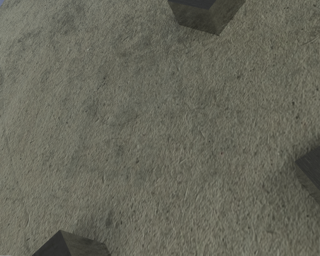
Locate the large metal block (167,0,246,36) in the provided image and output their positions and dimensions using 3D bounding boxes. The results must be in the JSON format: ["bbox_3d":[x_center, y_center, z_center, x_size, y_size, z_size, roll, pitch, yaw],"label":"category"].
[{"bbox_3d":[0.073,-0.196,0.470,0.080,0.050,0.080,30,78,37],"label":"large metal block"}]

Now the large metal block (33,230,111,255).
[{"bbox_3d":[-0.098,0.161,0.322,0.080,0.080,0.050,-43,51,-1],"label":"large metal block"}]

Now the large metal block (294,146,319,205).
[{"bbox_3d":[0.178,0.047,0.266,0.080,0.050,0.080,-34,51,6],"label":"large metal block"}]
